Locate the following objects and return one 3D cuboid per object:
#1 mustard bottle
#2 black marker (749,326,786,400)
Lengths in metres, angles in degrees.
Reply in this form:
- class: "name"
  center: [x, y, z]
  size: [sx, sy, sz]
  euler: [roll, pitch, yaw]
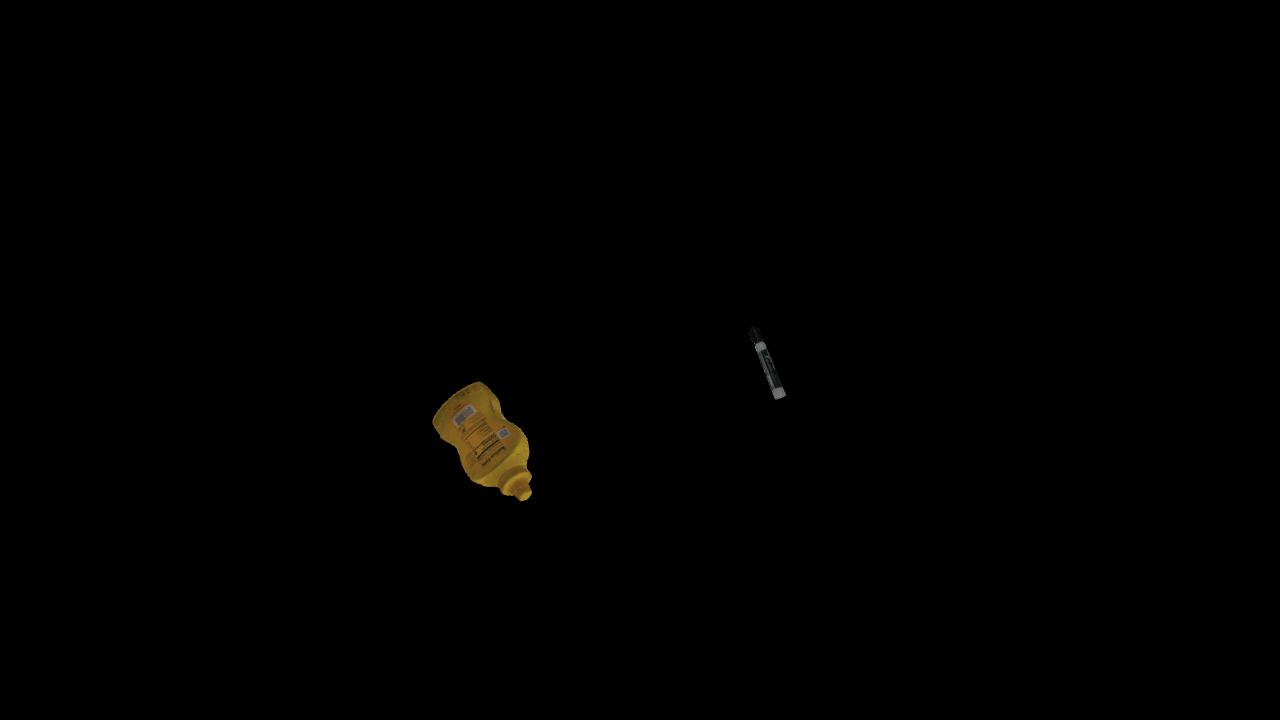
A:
- class: "mustard bottle"
  center: [-0.196, 0.115, 0.810]
  size: [0.184, 0.092, 0.054]
  euler: [44, -14, 31]
- class: "black marker"
  center: [0.199, 0.003, 0.969]
  size: [0.020, 0.121, 0.020]
  euler: [-18, -13, -4]
